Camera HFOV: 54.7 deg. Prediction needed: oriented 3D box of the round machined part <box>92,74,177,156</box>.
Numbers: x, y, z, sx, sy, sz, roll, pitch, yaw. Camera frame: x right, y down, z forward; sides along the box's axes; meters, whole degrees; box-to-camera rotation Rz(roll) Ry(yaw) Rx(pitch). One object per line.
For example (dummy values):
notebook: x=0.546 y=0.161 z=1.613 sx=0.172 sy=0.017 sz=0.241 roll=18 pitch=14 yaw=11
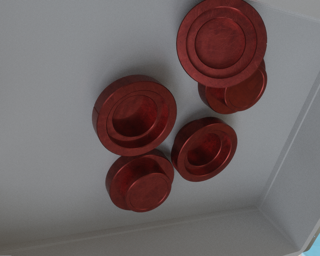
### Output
round machined part: x=-0.033 y=-0.018 z=0.370 sx=0.099 sy=0.042 sz=0.097 roll=-14 pitch=125 yaw=-21

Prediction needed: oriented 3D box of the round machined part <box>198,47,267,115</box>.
round machined part: x=0.104 y=-0.061 z=0.419 sx=0.099 sy=0.042 sz=0.097 roll=-14 pitch=125 yaw=-21

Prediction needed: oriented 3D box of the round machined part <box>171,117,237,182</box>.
round machined part: x=0.059 y=0.026 z=0.449 sx=0.099 sy=0.042 sz=0.097 roll=-14 pitch=125 yaw=-21

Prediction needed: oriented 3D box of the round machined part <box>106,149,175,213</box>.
round machined part: x=-0.023 y=0.079 z=0.436 sx=0.099 sy=0.042 sz=0.097 roll=-14 pitch=125 yaw=-21

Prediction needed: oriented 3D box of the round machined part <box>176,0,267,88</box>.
round machined part: x=0.068 y=-0.097 z=0.358 sx=0.099 sy=0.042 sz=0.097 roll=1 pitch=105 yaw=3
